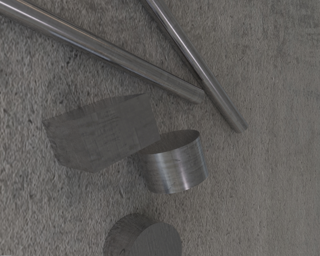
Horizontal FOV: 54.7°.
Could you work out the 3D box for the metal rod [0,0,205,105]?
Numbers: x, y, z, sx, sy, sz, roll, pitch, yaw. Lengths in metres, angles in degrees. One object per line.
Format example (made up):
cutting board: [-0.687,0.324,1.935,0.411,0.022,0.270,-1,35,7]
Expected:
metal rod: [-0.057,-0.085,0.356,0.302,0.025,0.025,19,78,-38]

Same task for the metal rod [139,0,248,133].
metal rod: [0.048,-0.097,0.444,0.300,0.025,0.025,48,62,-29]

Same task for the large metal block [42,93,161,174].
large metal block: [-0.061,0.002,0.318,0.081,0.080,0.050,-26,107,-37]

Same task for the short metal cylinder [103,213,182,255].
short metal cylinder: [-0.020,0.148,0.372,0.081,0.050,0.080,0,90,-40]

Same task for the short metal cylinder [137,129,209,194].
short metal cylinder: [0.016,0.039,0.382,0.081,0.080,0.050,-26,107,-37]
